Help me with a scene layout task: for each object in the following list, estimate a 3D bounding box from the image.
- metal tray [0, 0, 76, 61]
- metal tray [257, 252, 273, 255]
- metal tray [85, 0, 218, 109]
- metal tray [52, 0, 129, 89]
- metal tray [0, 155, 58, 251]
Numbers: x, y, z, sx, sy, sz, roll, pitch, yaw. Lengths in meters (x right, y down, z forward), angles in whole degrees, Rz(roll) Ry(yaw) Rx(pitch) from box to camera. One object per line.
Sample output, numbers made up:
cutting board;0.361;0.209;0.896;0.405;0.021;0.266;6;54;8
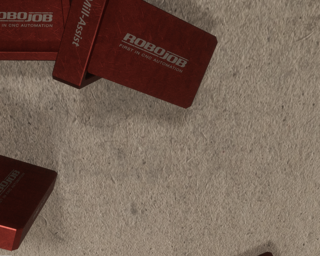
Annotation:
metal tray;-0.164;-0.125;0.358;0.131;0.030;0.089;0;110;-1
metal tray;0.142;0.267;0.508;0.130;0.030;0.090;-27;108;9
metal tray;-0.010;-0.085;0.351;0.131;0.030;0.089;18;99;-23
metal tray;-0.067;-0.113;0.330;0.030;0.090;0.129;22;109;-1
metal tray;-0.193;0.084;0.382;0.091;0.130;0.030;18;109;-7
